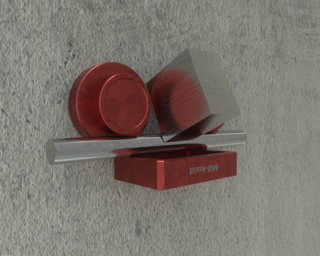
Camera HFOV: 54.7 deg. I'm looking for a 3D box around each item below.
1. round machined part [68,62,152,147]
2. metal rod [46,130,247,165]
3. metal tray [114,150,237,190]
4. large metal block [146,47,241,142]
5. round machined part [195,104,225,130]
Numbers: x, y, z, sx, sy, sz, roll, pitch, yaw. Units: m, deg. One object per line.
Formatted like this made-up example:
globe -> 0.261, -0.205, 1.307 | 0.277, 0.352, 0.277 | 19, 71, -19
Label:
round machined part -> -0.049, -0.026, 0.353 | 0.099, 0.042, 0.097 | 0, 90, -40
metal rod -> 0.012, 0.019, 0.391 | 0.302, 0.025, 0.025 | -2, 91, -40
metal tray -> 0.021, 0.046, 0.384 | 0.131, 0.090, 0.030 | -2, 91, -40
large metal block -> 0.036, -0.036, 0.368 | 0.050, 0.080, 0.080 | -3, 68, -41
round machined part -> 0.062, -0.031, 0.448 | 0.099, 0.042, 0.097 | 0, 90, -40
